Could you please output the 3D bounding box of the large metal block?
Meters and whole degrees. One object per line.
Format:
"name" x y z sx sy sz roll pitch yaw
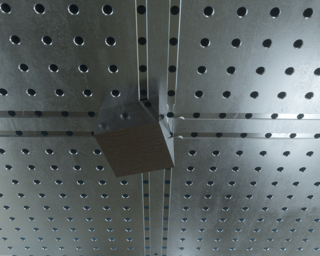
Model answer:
"large metal block" -0.030 0.014 0.406 0.080 0.050 0.080 -11 129 9
